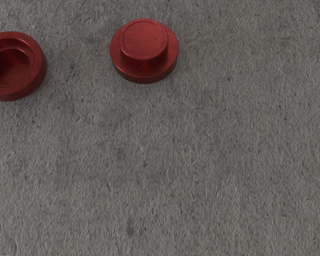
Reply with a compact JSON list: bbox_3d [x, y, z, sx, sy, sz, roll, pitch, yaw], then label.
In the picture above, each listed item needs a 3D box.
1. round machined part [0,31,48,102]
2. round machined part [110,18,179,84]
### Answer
[{"bbox_3d":[-0.204,-0.080,0.427,0.099,0.042,0.098,0,70,0],"label":"round machined part"},{"bbox_3d":[-0.022,-0.116,0.441,0.099,0.042,0.098,0,70,0],"label":"round machined part"}]
